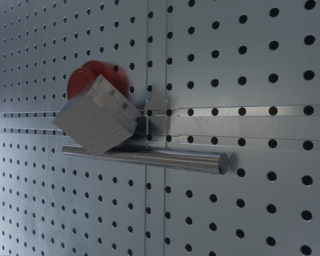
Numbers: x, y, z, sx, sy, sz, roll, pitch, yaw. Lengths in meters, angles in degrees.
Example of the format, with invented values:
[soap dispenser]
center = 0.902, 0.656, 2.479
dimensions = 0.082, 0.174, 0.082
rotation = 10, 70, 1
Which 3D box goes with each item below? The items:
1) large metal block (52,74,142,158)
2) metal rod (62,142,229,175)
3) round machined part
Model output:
[large metal block]
center = -0.087, -0.015, 0.436
dimensions = 0.080, 0.080, 0.050
rotation = -30, 27, 34
[metal rod]
center = -0.044, 0.039, 0.445
dimensions = 0.300, 0.025, 0.025
rotation = 1, 91, 40
[round machined part]
center = -0.110, -0.059, 0.489
dimensions = 0.098, 0.042, 0.097
rotation = 0, 90, 39
